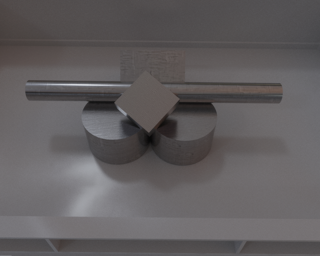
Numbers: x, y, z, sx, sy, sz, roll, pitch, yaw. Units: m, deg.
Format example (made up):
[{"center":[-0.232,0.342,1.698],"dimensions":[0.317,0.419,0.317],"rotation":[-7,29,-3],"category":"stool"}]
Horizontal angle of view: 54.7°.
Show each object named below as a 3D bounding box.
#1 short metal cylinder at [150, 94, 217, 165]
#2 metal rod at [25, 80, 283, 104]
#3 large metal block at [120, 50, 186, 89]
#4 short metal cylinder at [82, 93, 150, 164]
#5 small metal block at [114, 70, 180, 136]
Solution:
[{"center":[0.028,0.000,0.388],"dimensions":[0.081,0.050,0.080],"rotation":[0,50,0],"category":"short metal cylinder"},{"center":[-0.007,-0.044,0.375],"dimensions":[0.302,0.025,0.025],"rotation":[1,50,0],"category":"metal rod"},{"center":[-0.009,-0.076,0.424],"dimensions":[0.081,0.050,0.080],"rotation":[1,7,0],"category":"large metal block"},{"center":[-0.053,-0.002,0.388],"dimensions":[0.081,0.050,0.080],"rotation":[0,50,0],"category":"short metal cylinder"},{"center":[-0.014,-0.027,0.347],"dimensions":[0.050,0.025,0.050],"rotation":[41,81,7],"category":"small metal block"}]
